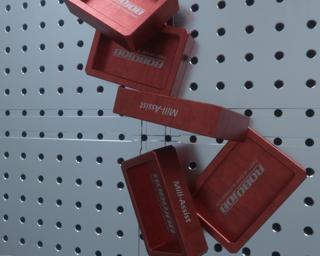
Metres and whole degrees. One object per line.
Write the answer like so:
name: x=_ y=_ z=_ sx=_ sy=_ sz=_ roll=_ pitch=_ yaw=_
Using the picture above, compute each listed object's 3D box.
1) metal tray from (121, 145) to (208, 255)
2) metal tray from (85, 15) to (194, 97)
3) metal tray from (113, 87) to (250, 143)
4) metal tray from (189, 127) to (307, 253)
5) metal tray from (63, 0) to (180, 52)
metal tray: x=0.001 y=0.094 z=0.384 sx=0.090 sy=0.030 sz=0.129 roll=-26 pitch=80 yaw=53
metal tray: x=-0.030 y=-0.098 z=0.419 sx=0.130 sy=0.030 sz=0.089 roll=19 pitch=96 yaw=18
metal tray: x=0.024 y=-0.015 z=0.351 sx=0.130 sy=0.090 sz=0.030 roll=15 pitch=93 yaw=34
metal tray: x=0.097 y=0.072 z=0.375 sx=0.090 sy=0.030 sz=0.130 roll=40 pitch=102 yaw=15
metal tray: x=-0.052 y=-0.164 z=0.399 sx=0.130 sy=0.030 sz=0.090 roll=37 pitch=77 yaw=23
